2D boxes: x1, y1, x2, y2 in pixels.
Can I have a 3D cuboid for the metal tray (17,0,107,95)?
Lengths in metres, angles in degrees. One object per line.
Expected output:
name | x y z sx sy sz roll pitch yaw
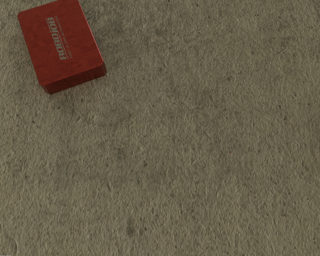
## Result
metal tray | -0.142 -0.122 0.449 0.091 0.030 0.130 -21 72 -8
